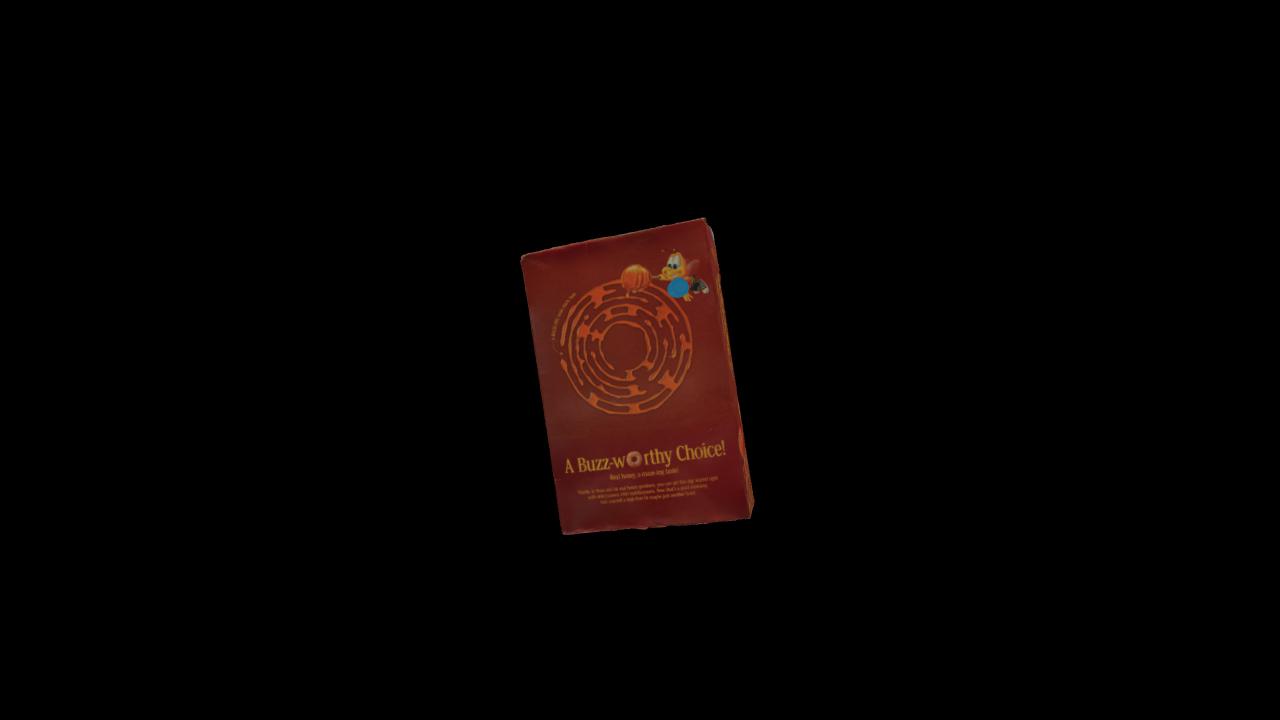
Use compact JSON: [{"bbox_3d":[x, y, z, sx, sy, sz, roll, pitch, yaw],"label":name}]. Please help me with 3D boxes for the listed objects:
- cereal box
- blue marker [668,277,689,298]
[{"bbox_3d":[-0.001,0.020,0.655,0.203,0.306,0.081,-9,-2,14],"label":"cereal box"},{"bbox_3d":[0.025,-0.065,0.648,0.020,0.020,0.121,0,-6,-15],"label":"blue marker"}]
